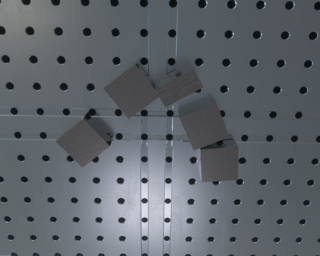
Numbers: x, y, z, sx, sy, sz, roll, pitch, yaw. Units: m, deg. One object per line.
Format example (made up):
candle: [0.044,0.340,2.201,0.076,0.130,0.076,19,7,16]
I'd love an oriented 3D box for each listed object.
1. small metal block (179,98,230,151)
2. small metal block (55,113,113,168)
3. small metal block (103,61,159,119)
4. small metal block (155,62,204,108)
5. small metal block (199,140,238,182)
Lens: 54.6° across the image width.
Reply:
small metal block: [0.058,-0.005,0.412,0.050,0.025,0.050,-22,109,8]
small metal block: [-0.101,0.017,0.419,0.050,0.025,0.050,-38,106,12]
small metal block: [-0.035,-0.048,0.395,0.050,0.025,0.050,-35,107,12]
small metal block: [0.022,-0.054,0.380,0.050,0.050,0.025,-27,108,9]
small metal block: [0.081,0.046,0.431,0.050,0.025,0.050,-4,110,1]
